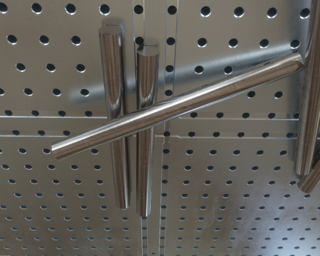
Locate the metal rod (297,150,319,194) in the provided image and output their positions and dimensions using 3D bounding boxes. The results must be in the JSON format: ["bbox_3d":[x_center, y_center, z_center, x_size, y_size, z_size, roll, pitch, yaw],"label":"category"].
[{"bbox_3d":[0.255,-0.017,0.400,0.025,0.025,0.298,6,130,-6],"label":"metal rod"}]

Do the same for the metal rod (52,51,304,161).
[{"bbox_3d":[0.016,-0.024,0.363,0.301,0.025,0.025,-20,128,5],"label":"metal rod"}]

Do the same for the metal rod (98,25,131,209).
[{"bbox_3d":[-0.056,0.011,0.420,0.025,0.025,0.298,1,130,-2],"label":"metal rod"}]

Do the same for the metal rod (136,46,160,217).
[{"bbox_3d":[-0.021,0.029,0.435,0.025,0.025,0.298,2,130,-2],"label":"metal rod"}]

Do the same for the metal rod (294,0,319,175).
[{"bbox_3d":[0.179,-0.039,0.362,0.025,0.025,0.299,-11,135,9],"label":"metal rod"}]
